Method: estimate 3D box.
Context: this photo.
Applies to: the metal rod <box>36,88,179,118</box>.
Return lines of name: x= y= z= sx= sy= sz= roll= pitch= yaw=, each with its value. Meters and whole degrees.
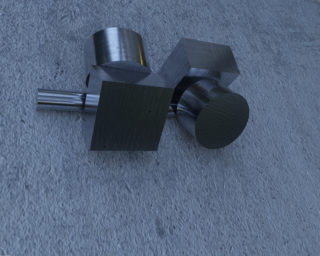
metal rod: x=-0.006 y=-0.028 z=0.421 sx=0.303 sy=0.025 sz=0.025 roll=2 pitch=61 yaw=-27

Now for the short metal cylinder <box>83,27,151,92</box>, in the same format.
short metal cylinder: x=-0.053 y=-0.078 z=0.388 sx=0.081 sy=0.080 sz=0.050 roll=3 pitch=60 yaw=-27

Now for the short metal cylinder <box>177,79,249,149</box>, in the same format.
short metal cylinder: x=0.069 y=-0.019 z=0.411 sx=0.081 sy=0.079 sz=0.050 roll=2 pitch=26 yaw=-27

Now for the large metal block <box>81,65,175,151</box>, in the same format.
large metal block: x=-0.039 y=-0.021 z=0.354 sx=0.081 sy=0.079 sz=0.050 roll=3 pitch=26 yaw=-27

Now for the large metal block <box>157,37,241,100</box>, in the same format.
large metal block: x=0.053 y=-0.078 z=0.445 sx=0.081 sy=0.080 sz=0.050 roll=1 pitch=61 yaw=-28
